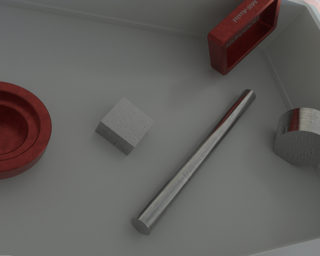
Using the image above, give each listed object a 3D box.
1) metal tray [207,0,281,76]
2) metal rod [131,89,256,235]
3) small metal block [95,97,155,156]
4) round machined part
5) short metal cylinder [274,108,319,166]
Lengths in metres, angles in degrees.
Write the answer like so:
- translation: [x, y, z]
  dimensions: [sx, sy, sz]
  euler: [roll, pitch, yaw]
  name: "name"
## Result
- translation: [0.135, -0.155, 0.495]
  dimensions: [0.130, 0.090, 0.030]
  euler: [-43, 65, -7]
  name: "metal tray"
- translation: [0.064, 0.026, 0.426]
  dimensions: [0.025, 0.025, 0.302]
  euler: [45, 51, 2]
  name: "metal rod"
- translation: [-0.043, -0.003, 0.385]
  dimensions: [0.050, 0.025, 0.050]
  euler: [38, 51, -3]
  name: "small metal block"
- translation: [-0.161, 0.005, 0.305]
  dimensions: [0.099, 0.042, 0.098]
  euler: [14, 56, -21]
  name: "round machined part"
- translation: [0.225, 0.014, 0.485]
  dimensions: [0.080, 0.080, 0.050]
  euler: [33, 51, -8]
  name: "short metal cylinder"
